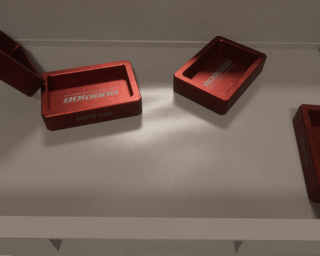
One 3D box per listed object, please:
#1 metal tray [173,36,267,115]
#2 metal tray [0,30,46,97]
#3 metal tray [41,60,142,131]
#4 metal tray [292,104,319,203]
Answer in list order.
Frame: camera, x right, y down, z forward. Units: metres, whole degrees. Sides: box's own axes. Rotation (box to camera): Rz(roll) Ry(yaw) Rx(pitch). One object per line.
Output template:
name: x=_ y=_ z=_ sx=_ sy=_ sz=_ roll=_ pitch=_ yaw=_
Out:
metal tray: x=0.092 y=-0.085 z=0.474 sx=0.090 sy=0.030 sz=0.131 roll=30 pitch=56 yaw=22
metal tray: x=-0.221 y=-0.105 z=0.429 sx=0.030 sy=0.090 sz=0.130 roll=-47 pitch=50 yaw=3
metal tray: x=-0.098 y=-0.049 z=0.441 sx=0.131 sy=0.030 sz=0.090 roll=-11 pitch=51 yaw=-10
metal tray: x=0.222 y=0.030 z=0.379 sx=0.091 sy=0.030 sz=0.130 roll=5 pitch=50 yaw=4
